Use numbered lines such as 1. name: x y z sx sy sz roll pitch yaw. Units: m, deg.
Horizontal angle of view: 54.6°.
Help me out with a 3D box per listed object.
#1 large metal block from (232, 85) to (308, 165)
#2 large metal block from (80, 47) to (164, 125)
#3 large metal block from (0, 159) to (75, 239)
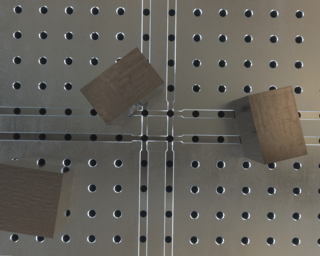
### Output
1. large metal block: 0.132 -0.004 0.387 0.050 0.080 0.080 -13 90 0
2. large metal block: -0.042 -0.047 0.386 0.080 0.080 0.050 -37 90 0
3. large metal block: -0.163 0.088 0.400 0.080 0.050 0.080 9 90 0
